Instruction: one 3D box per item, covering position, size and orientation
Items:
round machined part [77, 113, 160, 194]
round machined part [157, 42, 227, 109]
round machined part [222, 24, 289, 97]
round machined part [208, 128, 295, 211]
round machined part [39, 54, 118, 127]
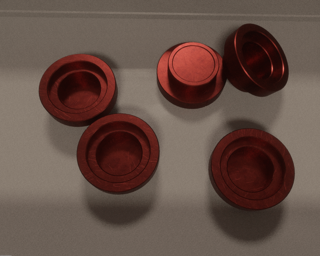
[{"bbox_3d":[-0.050,0.034,0.388,0.099,0.042,0.098,0,70,-1],"label":"round machined part"},{"bbox_3d":[0.045,-0.079,0.430,0.099,0.042,0.098,0,70,-1],"label":"round machined part"},{"bbox_3d":[0.124,-0.087,0.420,0.099,0.042,0.098,11,67,-28],"label":"round machined part"},{"bbox_3d":[0.109,0.053,0.383,0.099,0.042,0.098,0,70,-1],"label":"round machined part"},{"bbox_3d":[-0.106,-0.047,0.416,0.099,0.042,0.098,0,70,-1],"label":"round machined part"}]
